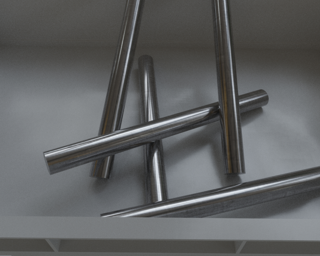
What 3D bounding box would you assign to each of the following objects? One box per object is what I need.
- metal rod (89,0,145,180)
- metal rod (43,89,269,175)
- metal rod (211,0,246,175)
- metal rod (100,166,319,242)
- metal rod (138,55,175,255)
[{"bbox_3d":[-0.047,-0.084,0.399,0.025,0.025,0.299,7,74,5],"label":"metal rod"},{"bbox_3d":[0.016,-0.004,0.379,0.302,0.025,0.025,-17,52,-25],"label":"metal rod"},{"bbox_3d":[0.085,-0.090,0.403,0.025,0.025,0.299,-1,75,-1],"label":"metal rod"},{"bbox_3d":[0.091,0.070,0.326,0.302,0.025,0.025,-9,50,-16],"label":"metal rod"},{"bbox_3d":[-0.010,0.008,0.398,0.025,0.025,0.300,-3,50,-3],"label":"metal rod"}]
